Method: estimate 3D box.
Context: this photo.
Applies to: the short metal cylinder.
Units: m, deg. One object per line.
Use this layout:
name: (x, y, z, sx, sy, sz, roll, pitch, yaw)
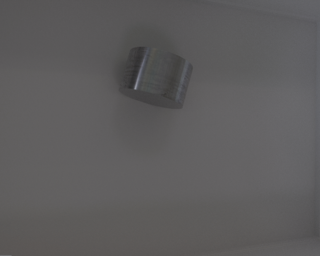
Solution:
short metal cylinder: (-0.005, -0.059, 0.379, 0.080, 0.080, 0.050, 17, 85, -19)
